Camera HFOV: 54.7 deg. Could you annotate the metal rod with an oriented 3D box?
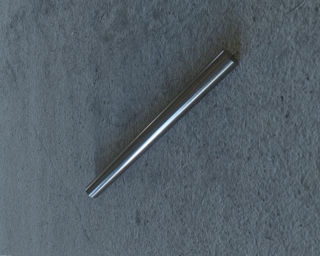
[{"bbox_3d":[-0.014,0.011,0.417,0.299,0.025,0.025,-44,64,30],"label":"metal rod"}]
